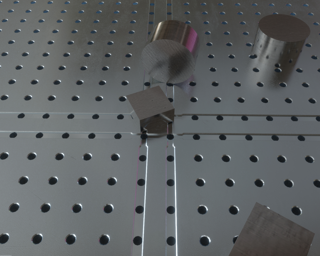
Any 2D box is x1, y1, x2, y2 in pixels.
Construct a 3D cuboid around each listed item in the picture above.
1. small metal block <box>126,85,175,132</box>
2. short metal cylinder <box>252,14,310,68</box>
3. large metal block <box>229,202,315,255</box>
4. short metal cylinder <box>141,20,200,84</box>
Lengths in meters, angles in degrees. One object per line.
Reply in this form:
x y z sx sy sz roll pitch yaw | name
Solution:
-0.014 -0.027 0.430 0.050 0.025 0.050 -19 53 -16 | small metal block
0.199 -0.146 0.515 0.081 0.050 0.080 0 50 0 | short metal cylinder
0.082 0.125 0.267 0.050 0.080 0.080 27 55 21 | large metal block
0.017 -0.114 0.467 0.080 0.080 0.050 10 51 8 | short metal cylinder
